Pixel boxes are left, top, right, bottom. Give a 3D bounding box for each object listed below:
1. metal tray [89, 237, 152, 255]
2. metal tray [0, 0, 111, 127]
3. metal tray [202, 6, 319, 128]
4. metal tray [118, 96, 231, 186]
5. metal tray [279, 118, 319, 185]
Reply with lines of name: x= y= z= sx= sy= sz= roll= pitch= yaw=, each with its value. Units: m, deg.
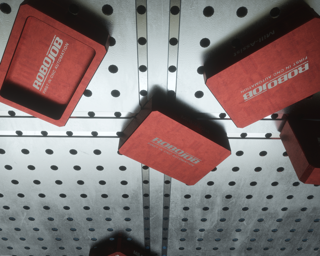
metal tray: x=-0.073 y=0.282 z=0.646 sx=0.090 sy=0.030 sz=0.130 roll=-31 pitch=124 yaw=24
metal tray: x=-0.125 y=-0.068 z=0.349 sx=0.090 sy=0.030 sz=0.129 roll=26 pitch=126 yaw=-21
metal tray: x=0.127 y=-0.063 z=0.356 sx=0.130 sy=0.030 sz=0.090 roll=-29 pitch=125 yaw=22
metal tray: x=0.020 y=0.023 z=0.428 sx=0.131 sy=0.030 sz=0.090 roll=28 pitch=125 yaw=-22
metal tray: x=0.232 y=0.032 z=0.397 sx=0.131 sy=0.090 sz=0.030 roll=5 pitch=130 yaw=-5
